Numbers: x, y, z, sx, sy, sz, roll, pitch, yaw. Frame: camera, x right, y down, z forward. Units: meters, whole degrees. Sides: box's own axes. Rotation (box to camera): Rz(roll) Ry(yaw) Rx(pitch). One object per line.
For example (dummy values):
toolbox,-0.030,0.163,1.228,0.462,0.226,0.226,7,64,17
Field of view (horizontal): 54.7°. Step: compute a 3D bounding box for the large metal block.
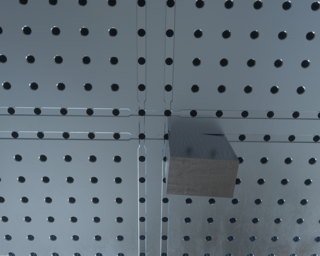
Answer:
large metal block,0.049,0.045,0.401,0.081,0.080,0.050,4,110,-2
